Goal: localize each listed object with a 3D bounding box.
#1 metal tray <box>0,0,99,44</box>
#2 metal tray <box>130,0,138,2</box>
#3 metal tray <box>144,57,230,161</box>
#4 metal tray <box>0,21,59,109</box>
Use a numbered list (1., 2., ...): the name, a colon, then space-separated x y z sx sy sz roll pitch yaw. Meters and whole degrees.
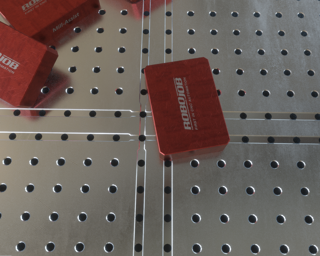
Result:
1. metal tray: -0.172 -0.190 0.477 0.130 0.030 0.090 -40 75 -14
2. metal tray: -0.045 -0.277 0.480 0.090 0.030 0.130 -39 99 -9
3. metal tray: 0.033 -0.028 0.420 0.091 0.030 0.129 -10 70 -4
4. metal tray: -0.217 -0.095 0.424 0.130 0.030 0.090 29 94 9
